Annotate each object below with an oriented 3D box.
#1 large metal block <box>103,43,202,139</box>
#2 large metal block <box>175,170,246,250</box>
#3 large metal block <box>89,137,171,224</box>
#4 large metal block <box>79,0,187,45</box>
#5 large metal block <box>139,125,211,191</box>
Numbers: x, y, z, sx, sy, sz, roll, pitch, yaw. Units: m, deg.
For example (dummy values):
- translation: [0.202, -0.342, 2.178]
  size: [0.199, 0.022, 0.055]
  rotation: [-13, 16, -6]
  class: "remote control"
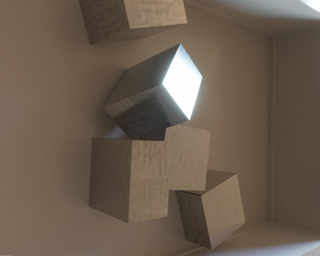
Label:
- translation: [-0.005, -0.041, 0.353]
  size: [0.050, 0.080, 0.080]
  rotation: [52, 38, -28]
  class: "large metal block"
- translation: [0.076, 0.116, 0.457]
  size: [0.081, 0.050, 0.079]
  rotation: [-21, 103, -38]
  class: "large metal block"
- translation: [-0.035, 0.052, 0.343]
  size: [0.050, 0.080, 0.080]
  rotation: [4, 88, -40]
  class: "large metal block"
- translation: [-0.030, -0.130, 0.347]
  size: [0.081, 0.080, 0.050]
  rotation: [-21, 104, -38]
  class: "large metal block"
- translation: [0.018, 0.038, 0.407]
  size: [0.081, 0.050, 0.080]
  rotation: [11, 83, -40]
  class: "large metal block"
